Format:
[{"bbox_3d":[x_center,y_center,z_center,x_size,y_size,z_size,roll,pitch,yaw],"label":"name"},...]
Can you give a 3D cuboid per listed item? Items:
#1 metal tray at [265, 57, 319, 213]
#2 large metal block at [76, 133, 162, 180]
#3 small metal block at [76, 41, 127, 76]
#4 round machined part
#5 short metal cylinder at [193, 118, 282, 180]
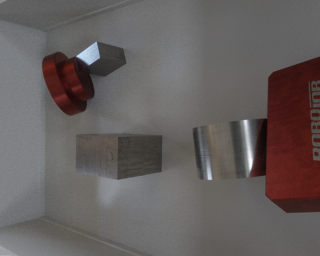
[{"bbox_3d":[0.136,-0.001,0.249,0.090,0.030,0.130,-16,49,40],"label":"metal tray"},{"bbox_3d":[-0.054,0.034,0.413,0.080,0.081,0.050,2,91,39],"label":"large metal block"},{"bbox_3d":[-0.087,-0.101,0.460,0.050,0.050,0.025,-21,77,38],"label":"small metal block"},{"bbox_3d":[-0.135,-0.071,0.478,0.042,0.098,0.098,-19,76,6],"label":"round machined part"},{"bbox_3d":[0.075,0.021,0.308,0.080,0.081,0.050,-10,84,39],"label":"short metal cylinder"}]
